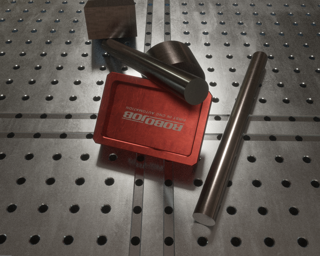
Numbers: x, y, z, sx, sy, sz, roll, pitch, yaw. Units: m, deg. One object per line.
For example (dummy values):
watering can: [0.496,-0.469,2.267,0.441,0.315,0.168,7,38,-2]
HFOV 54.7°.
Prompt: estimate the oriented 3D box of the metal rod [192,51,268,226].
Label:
metal rod: [0.105,-0.009,0.416,0.025,0.025,0.301,18,52,14]

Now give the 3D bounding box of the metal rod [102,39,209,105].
metal rod: [-0.027,-0.086,0.401,0.025,0.025,0.300,-20,29,-17]

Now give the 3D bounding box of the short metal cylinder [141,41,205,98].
short metal cylinder: [0.017,-0.074,0.434,0.081,0.080,0.050,-12,50,-11]

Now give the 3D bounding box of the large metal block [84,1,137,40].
large metal block: [-0.083,-0.190,0.535,0.081,0.050,0.080,-5,31,-5]

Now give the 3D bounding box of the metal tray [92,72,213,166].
metal tray: [-0.008,-0.012,0.381,0.131,0.030,0.089,13,90,10]
